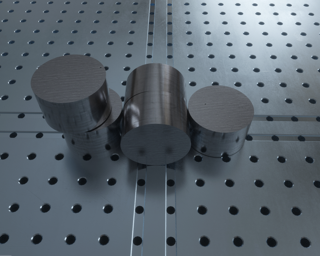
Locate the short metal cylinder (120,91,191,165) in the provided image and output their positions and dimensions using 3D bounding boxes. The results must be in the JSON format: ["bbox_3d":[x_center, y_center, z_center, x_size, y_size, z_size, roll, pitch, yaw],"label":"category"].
[{"bbox_3d":[-0.005,0.002,0.370,0.081,0.080,0.050,-1,50,-1],"label":"short metal cylinder"}]

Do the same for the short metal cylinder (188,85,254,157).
[{"bbox_3d":[0.075,-0.009,0.399,0.081,0.050,0.080,0,50,0],"label":"short metal cylinder"}]

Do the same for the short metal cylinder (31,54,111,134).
[{"bbox_3d":[-0.099,-0.040,0.357,0.081,0.050,0.080,0,50,0],"label":"short metal cylinder"}]

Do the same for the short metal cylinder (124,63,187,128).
[{"bbox_3d":[-0.006,-0.037,0.403,0.081,0.080,0.050,1,51,0],"label":"short metal cylinder"}]

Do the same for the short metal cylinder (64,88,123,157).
[{"bbox_3d":[-0.087,-0.010,0.399,0.081,0.050,0.080,0,50,0],"label":"short metal cylinder"}]
